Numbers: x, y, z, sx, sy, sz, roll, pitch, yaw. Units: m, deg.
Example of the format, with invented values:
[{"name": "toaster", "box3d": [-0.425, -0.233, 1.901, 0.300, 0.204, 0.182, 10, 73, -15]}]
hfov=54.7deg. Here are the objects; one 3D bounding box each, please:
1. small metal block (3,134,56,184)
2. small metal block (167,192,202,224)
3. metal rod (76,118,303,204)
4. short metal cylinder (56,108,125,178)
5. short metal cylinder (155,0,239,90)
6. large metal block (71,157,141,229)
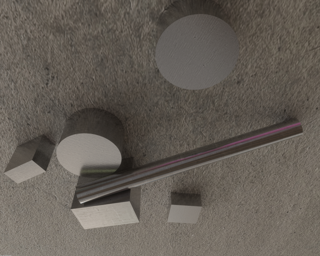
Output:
[{"name": "small metal block", "box3d": [-0.177, 0.042, 0.424, 0.050, 0.050, 0.025, -23, 127, 18]}, {"name": "small metal block", "box3d": [0.040, 0.136, 0.524, 0.050, 0.025, 0.050, 5, 130, -5]}, {"name": "metal rod", "box3d": [0.038, 0.043, 0.408, 0.302, 0.025, 0.025, -17, 129, 0]}, {"name": "short metal cylinder", "box3d": [-0.089, 0.020, 0.407, 0.081, 0.050, 0.079, 0, 130, 0]}, {"name": "short metal cylinder", "box3d": [0.036, -0.086, 0.318, 0.081, 0.050, 0.079, 0, 130, 0]}, {"name": "large metal block", "box3d": [-0.073, 0.093, 0.450, 0.080, 0.080, 0.050, -9, 130, 7]}]
